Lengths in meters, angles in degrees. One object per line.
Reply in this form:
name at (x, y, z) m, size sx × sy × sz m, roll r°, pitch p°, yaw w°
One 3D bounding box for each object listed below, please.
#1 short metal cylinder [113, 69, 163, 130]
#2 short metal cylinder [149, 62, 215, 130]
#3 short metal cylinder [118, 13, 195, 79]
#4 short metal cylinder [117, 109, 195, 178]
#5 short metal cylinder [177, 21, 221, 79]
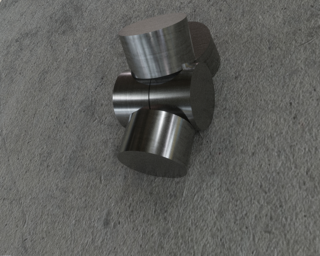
short metal cylinder at (-0.016, -0.037, 0.401) m, size 0.050 × 0.080 × 0.080 m, roll 1°, pitch 62°, yaw 28°
short metal cylinder at (0.029, -0.037, 0.376) m, size 0.050 × 0.080 × 0.080 m, roll 0°, pitch 62°, yaw 29°
short metal cylinder at (-0.003, -0.098, 0.365) m, size 0.080 × 0.050 × 0.080 m, roll -12°, pitch 29°, yaw 7°
short metal cylinder at (-0.004, 0.020, 0.359) m, size 0.080 × 0.080 × 0.050 m, roll 0°, pitch 62°, yaw 28°
short metal cylinder at (0.039, -0.100, 0.430) m, size 0.080 × 0.050 × 0.080 m, roll -13°, pitch 56°, yaw 20°
